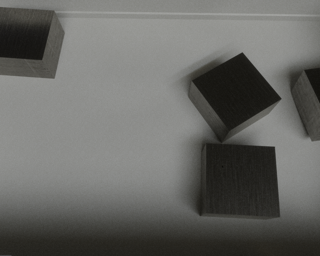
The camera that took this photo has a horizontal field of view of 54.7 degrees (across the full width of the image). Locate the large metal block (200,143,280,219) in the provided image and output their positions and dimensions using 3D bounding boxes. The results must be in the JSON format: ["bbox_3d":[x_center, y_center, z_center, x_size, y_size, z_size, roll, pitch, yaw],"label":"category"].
[{"bbox_3d":[0.092,0.066,0.373,0.080,0.050,0.080,3,70,1],"label":"large metal block"}]

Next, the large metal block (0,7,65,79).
[{"bbox_3d":[-0.189,-0.120,0.439,0.080,0.050,0.080,4,70,1],"label":"large metal block"}]

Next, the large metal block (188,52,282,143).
[{"bbox_3d":[0.096,-0.040,0.411,0.080,0.050,0.080,-30,73,-11],"label":"large metal block"}]

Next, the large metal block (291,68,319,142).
[{"bbox_3d":[0.232,-0.034,0.404,0.081,0.050,0.080,-8,61,-3],"label":"large metal block"}]
